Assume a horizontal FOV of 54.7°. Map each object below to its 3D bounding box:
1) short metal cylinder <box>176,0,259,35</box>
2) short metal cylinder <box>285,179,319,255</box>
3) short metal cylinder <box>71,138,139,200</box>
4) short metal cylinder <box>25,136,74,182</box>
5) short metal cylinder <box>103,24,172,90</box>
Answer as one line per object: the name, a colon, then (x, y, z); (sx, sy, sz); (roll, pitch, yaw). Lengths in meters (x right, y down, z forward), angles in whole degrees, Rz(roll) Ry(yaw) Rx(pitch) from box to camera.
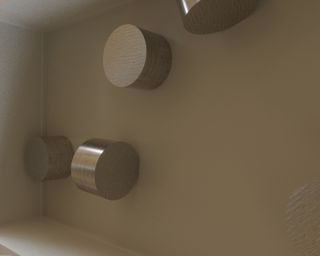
short metal cylinder: (0.056, -0.142, 0.324); (0.080, 0.081, 0.050); (-24, 75, 37)
short metal cylinder: (0.152, 0.079, 0.249); (0.080, 0.050, 0.079); (4, 95, 61)
short metal cylinder: (-0.075, 0.056, 0.433); (0.050, 0.081, 0.079); (6, 94, 40)
short metal cylinder: (-0.198, 0.054, 0.554); (0.080, 0.050, 0.080); (0, 90, 40)
short metal cylinder: (-0.031, -0.093, 0.416); (0.080, 0.050, 0.080); (0, 90, 40)
